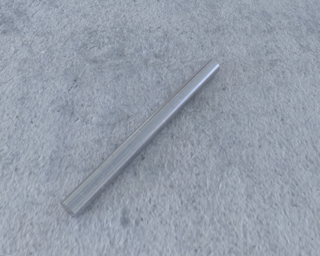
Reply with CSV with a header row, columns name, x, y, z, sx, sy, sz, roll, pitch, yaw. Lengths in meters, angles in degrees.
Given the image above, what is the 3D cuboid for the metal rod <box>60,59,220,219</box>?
name,x,y,z,sx,sy,sz,roll,pitch,yaw
metal rod,-0.007,-0.005,0.406,0.025,0.025,0.301,30,56,22
